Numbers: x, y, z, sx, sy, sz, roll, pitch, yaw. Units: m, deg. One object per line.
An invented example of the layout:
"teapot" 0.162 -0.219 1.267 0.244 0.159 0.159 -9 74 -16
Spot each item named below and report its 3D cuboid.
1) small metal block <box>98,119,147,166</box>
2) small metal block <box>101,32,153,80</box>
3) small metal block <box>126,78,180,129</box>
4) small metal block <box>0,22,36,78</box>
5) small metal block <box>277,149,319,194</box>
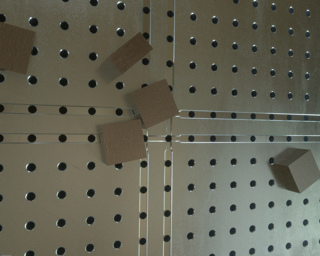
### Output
"small metal block" -0.048 0.017 0.395 0.050 0.025 0.050 -10 94 -20
"small metal block" -0.042 -0.087 0.383 0.050 0.050 0.025 -43 104 -15
"small metal block" -0.009 -0.032 0.409 0.050 0.025 0.050 -25 98 -18
"small metal block" -0.171 -0.089 0.349 0.050 0.025 0.050 12 86 -20
"small metal block" 0.222 0.068 0.494 0.050 0.025 0.050 -30 100 -18
